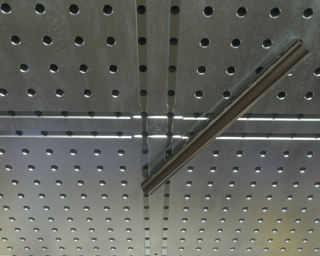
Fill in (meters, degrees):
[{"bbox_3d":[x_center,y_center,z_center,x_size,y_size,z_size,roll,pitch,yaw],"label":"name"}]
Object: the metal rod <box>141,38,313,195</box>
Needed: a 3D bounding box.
[{"bbox_3d":[0.068,0.003,0.414,0.025,0.025,0.299,29,124,-23],"label":"metal rod"}]
